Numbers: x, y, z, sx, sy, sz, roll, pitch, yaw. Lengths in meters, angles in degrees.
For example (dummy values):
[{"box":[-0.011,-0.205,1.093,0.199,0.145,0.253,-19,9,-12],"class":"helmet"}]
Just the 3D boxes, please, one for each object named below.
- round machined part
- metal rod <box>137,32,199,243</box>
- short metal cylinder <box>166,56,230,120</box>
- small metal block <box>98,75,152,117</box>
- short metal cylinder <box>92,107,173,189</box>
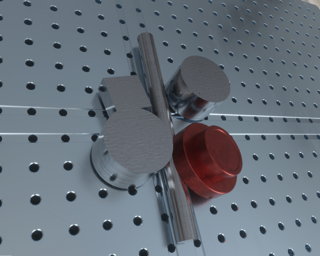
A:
[{"box":[0.066,0.036,0.391,0.098,0.042,0.098,27,45,-31],"class":"round machined part"},{"box":[0.004,-0.006,0.409,0.025,0.025,0.299,3,60,-27],"class":"metal rod"},{"box":[0.054,-0.058,0.451,0.081,0.050,0.080,14,56,-21],"class":"short metal cylinder"},{"box":[-0.046,-0.039,0.402,0.050,0.025,0.050,-12,68,-33],"class":"small metal block"},{"box":[-0.032,0.023,0.355,0.081,0.050,0.080,14,56,-21],"class":"short metal cylinder"}]
